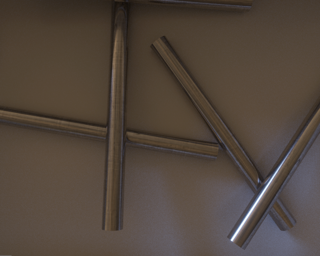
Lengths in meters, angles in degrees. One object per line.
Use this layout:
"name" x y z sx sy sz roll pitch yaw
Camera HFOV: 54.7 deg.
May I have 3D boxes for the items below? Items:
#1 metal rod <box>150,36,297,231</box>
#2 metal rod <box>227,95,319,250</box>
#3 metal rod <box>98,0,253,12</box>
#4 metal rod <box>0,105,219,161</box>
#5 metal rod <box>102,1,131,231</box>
"metal rod" 0.084 0.007 0.412 0.025 0.025 0.299 -35 90 0
"metal rod" 0.180 0.020 0.396 0.025 0.025 0.300 36 83 -1
"metal rod" -0.031 -0.170 0.387 0.302 0.025 0.025 1 90 -10
"metal rod" -0.074 0.006 0.410 0.302 0.025 0.025 10 90 -1
"metal rod" -0.054 -0.028 0.389 0.025 0.025 0.298 1 82 -1
